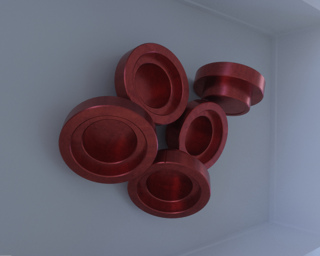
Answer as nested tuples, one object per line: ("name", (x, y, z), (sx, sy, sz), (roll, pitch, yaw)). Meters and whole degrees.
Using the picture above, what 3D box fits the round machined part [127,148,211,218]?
("round machined part", (0.012, 0.064, 0.381), (0.098, 0.098, 0.042), (52, 25, -28))

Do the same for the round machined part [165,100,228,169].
("round machined part", (0.046, 0.009, 0.426), (0.099, 0.042, 0.097), (-14, 111, -39))

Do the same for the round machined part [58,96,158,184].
("round machined part", (-0.053, 0.009, 0.329), (0.098, 0.098, 0.042), (50, 16, -29))

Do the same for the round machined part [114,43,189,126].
("round machined part", (-0.014, -0.050, 0.379), (0.099, 0.042, 0.098), (7, 78, -39))

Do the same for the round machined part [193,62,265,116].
("round machined part", (0.095, -0.049, 0.436), (0.098, 0.098, 0.042), (28, 68, -37))
